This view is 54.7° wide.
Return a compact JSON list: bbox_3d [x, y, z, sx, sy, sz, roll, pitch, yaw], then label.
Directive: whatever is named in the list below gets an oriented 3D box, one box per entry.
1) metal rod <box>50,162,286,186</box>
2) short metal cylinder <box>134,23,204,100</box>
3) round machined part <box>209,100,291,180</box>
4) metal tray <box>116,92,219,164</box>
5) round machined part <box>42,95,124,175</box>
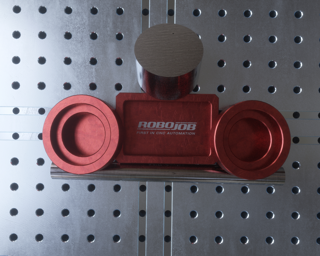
[{"bbox_3d":[0.011,0.059,0.409,0.302,0.025,0.025,2,90,0],"label":"metal rod"},{"bbox_3d":[0.010,-0.081,0.382,0.081,0.050,0.080,0,64,0],"label":"short metal cylinder"},{"bbox_3d":[0.111,0.015,0.397,0.099,0.042,0.097,0,88,-8],"label":"round machined part"},{"bbox_3d":[0.009,0.000,0.406,0.131,0.030,0.089,1,91,-1],"label":"metal tray"},{"bbox_3d":[-0.094,0.009,0.395,0.099,0.042,0.097,0,87,8],"label":"round machined part"}]
